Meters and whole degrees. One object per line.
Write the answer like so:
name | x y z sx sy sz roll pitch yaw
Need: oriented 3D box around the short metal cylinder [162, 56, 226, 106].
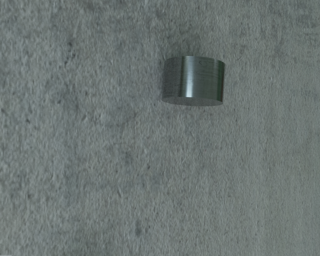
short metal cylinder | 0.044 -0.059 0.408 0.081 0.080 0.050 7 86 -40
